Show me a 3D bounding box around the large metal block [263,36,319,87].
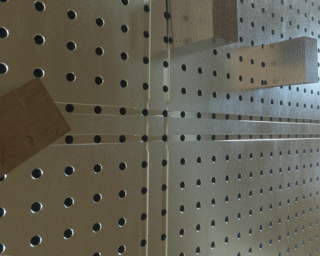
[{"bbox_3d":[0.245,-0.121,0.582,0.050,0.080,0.079,-7,95,-40],"label":"large metal block"}]

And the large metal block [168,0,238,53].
[{"bbox_3d":[0.057,-0.152,0.423,0.050,0.080,0.079,-4,93,-40],"label":"large metal block"}]

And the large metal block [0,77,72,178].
[{"bbox_3d":[-0.137,0.002,0.260,0.080,0.080,0.050,-40,115,-33],"label":"large metal block"}]
